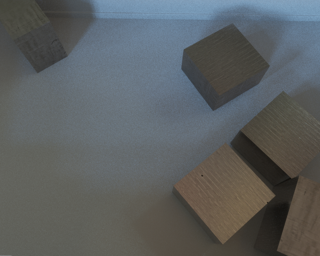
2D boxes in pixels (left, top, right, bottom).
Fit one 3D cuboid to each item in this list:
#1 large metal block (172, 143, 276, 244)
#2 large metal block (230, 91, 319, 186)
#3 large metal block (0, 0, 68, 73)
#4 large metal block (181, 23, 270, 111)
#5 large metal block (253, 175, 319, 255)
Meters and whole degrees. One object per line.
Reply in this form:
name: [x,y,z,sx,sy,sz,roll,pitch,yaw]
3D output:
large metal block: [0.072,0.078,0.368,0.080,0.050,0.080,-38,74,-13]
large metal block: [0.151,0.015,0.390,0.080,0.050,0.080,-40,75,-16]
large metal block: [-0.181,-0.137,0.429,0.050,0.080,0.080,-34,74,-11]
large metal block: [0.087,-0.083,0.427,0.080,0.050,0.080,-31,73,-11]
large metal block: [0.151,0.106,0.343,0.050,0.080,0.080,23,72,8]
